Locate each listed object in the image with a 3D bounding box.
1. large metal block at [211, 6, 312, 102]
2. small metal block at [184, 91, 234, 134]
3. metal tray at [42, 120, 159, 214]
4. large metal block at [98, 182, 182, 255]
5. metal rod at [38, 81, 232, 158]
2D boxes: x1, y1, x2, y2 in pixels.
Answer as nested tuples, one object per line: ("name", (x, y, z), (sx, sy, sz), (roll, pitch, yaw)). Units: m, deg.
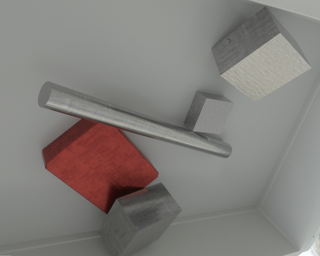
("large metal block", (0.126, -0.088, 0.388), (0.080, 0.050, 0.080), (26, 132, -38))
("small metal block", (0.069, -0.021, 0.435), (0.050, 0.025, 0.050), (6, 115, -32))
("metal tray", (-0.071, 0.047, 0.397), (0.090, 0.030, 0.130), (-39, 130, -2))
("large metal block", (-0.029, 0.130, 0.432), (0.081, 0.050, 0.079), (-11, 142, -44))
("metal rod", (-0.001, 0.002, 0.386), (0.302, 0.025, 0.025), (18, 109, -44))
